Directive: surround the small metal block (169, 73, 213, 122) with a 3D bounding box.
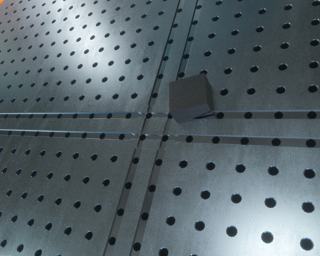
[{"bbox_3d":[0.040,-0.040,0.411,0.050,0.025,0.050,-13,56,20],"label":"small metal block"}]
